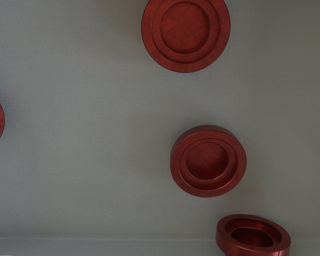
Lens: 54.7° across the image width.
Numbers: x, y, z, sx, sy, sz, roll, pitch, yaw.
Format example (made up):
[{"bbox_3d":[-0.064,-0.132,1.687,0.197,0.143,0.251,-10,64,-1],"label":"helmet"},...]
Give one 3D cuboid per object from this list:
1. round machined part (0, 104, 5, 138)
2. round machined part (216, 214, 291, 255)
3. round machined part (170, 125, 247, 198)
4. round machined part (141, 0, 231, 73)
[{"bbox_3d":[-0.248,-0.011,0.380,0.099,0.042,0.097,-9,105,-34],"label":"round machined part"},{"bbox_3d":[0.127,0.162,0.431,0.099,0.098,0.042,3,102,-1],"label":"round machined part"},{"bbox_3d":[0.062,0.041,0.418,0.099,0.042,0.097,0,110,0],"label":"round machined part"},{"bbox_3d":[0.029,-0.116,0.359,0.099,0.042,0.097,0,110,0],"label":"round machined part"}]
